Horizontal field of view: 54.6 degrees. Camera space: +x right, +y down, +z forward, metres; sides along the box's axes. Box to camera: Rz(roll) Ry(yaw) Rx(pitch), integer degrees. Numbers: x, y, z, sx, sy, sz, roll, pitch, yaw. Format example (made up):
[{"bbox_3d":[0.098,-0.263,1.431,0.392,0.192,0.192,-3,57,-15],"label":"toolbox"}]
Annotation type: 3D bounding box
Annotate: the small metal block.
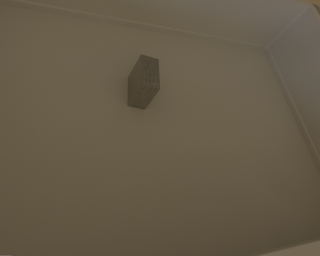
[{"bbox_3d":[-0.023,-0.060,0.414,0.025,0.050,0.050,11,57,-22],"label":"small metal block"}]
